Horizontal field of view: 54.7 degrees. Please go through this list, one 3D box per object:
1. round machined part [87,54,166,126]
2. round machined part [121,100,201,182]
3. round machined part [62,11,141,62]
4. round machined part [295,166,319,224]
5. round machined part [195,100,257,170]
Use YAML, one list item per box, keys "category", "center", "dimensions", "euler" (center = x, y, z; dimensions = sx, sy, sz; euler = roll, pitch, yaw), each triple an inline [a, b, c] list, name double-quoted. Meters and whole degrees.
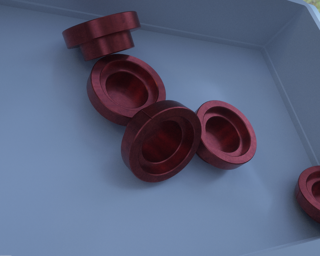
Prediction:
- category: "round machined part"
  center: [-0.045, -0.044, 0.398]
  dimensions: [0.099, 0.042, 0.098]
  euler: [14, 56, -21]
- category: "round machined part"
  center: [-0.002, 0.012, 0.364]
  dimensions: [0.099, 0.097, 0.042]
  euler: [-10, 32, -33]
- category: "round machined part"
  center: [-0.071, -0.116, 0.402]
  dimensions: [0.099, 0.098, 0.042]
  euler: [-29, 109, -38]
- category: "round machined part"
  center: [0.247, 0.104, 0.449]
  dimensions: [0.099, 0.042, 0.098]
  euler: [-1, 39, 1]
- category: "round machined part"
  center: [0.082, 0.013, 0.433]
  dimensions: [0.099, 0.042, 0.098]
  euler: [14, 56, -21]
